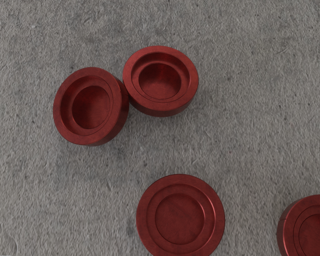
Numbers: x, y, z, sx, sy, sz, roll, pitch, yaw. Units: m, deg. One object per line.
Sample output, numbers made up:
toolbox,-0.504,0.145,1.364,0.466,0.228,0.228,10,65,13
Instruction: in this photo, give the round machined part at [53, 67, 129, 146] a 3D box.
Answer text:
round machined part,-0.083,-0.025,0.395,0.098,0.042,0.098,-4,79,20

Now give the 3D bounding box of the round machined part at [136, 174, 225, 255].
round machined part,0.023,0.106,0.360,0.099,0.042,0.098,0,70,0

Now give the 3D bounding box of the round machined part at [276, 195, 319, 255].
round machined part,0.182,0.128,0.353,0.099,0.042,0.098,0,70,0

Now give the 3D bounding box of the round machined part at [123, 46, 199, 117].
round machined part,-0.001,-0.058,0.416,0.099,0.042,0.098,3,67,-6
